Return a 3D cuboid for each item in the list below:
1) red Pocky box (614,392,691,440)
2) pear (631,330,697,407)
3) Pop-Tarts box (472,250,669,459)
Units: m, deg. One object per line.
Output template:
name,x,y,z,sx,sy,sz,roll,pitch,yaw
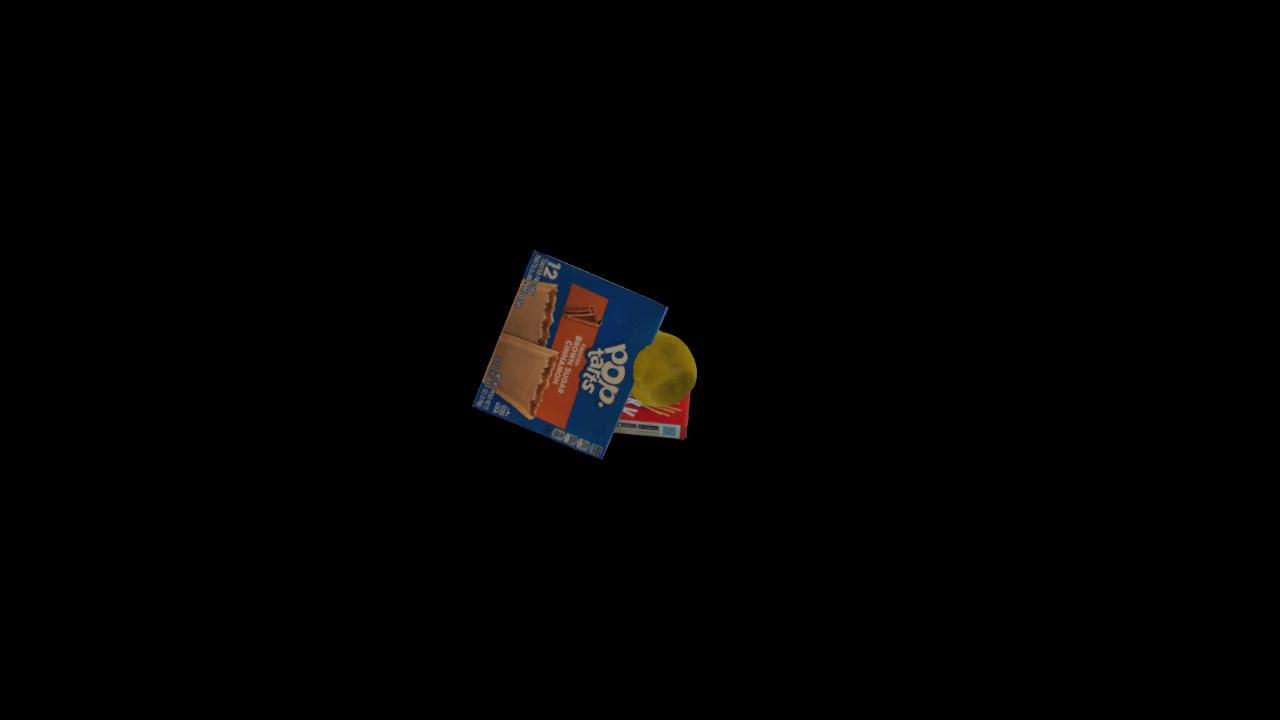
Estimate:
red Pocky box,-0.021,0.046,0.696,0.155,0.028,0.083,5,38,5
pear,0.011,-0.004,0.637,0.080,0.080,0.111,0,37,-25
Pop-Tarts box,-0.069,-0.007,0.630,0.141,0.167,0.083,23,7,-4
